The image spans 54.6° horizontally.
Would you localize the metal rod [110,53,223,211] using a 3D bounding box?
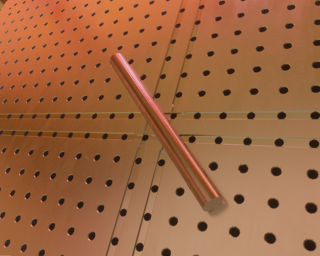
[{"bbox_3d":[-0.008,-0.016,0.424,0.025,0.025,0.300,-37,51,4],"label":"metal rod"}]
